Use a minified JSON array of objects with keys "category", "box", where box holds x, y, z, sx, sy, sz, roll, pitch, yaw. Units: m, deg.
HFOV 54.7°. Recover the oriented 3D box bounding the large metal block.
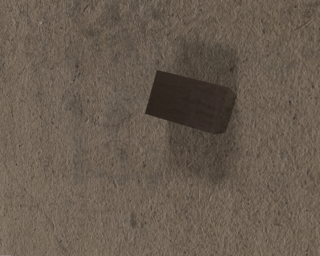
[{"category":"large metal block","box":[0.040,-0.029,0.365,0.080,0.080,0.050,17,96,19]}]
